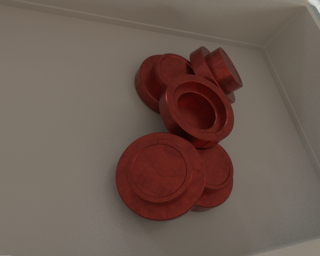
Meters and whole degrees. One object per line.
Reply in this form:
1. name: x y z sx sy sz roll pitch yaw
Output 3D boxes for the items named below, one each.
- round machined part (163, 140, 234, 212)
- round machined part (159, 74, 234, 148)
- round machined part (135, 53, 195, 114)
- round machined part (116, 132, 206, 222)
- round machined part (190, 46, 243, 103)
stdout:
1. round machined part: 0.053 0.052 0.391 0.099 0.042 0.098 14 56 -21
2. round machined part: 0.043 -0.018 0.400 0.099 0.042 0.098 14 56 -21
3. round machined part: 0.017 -0.068 0.444 0.099 0.042 0.098 14 56 -21
4. round machined part: 0.000 0.050 0.337 0.099 0.042 0.098 -1 69 3
5. round machined part: 0.089 -0.081 0.465 0.098 0.042 0.098 44 29 -32
